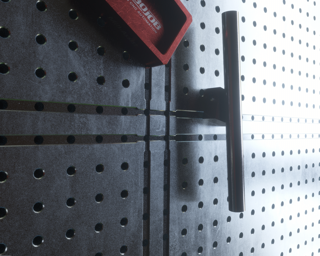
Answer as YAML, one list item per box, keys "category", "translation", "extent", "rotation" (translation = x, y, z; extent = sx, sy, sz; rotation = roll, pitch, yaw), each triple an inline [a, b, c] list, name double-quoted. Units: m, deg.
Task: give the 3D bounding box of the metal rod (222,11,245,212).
- category: "metal rod"
  translation: [0.112, -0.023, 0.470]
  extent: [0.025, 0.025, 0.298]
  rotation: [-5, 93, -40]

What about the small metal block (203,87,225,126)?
- category: "small metal block"
  translation: [0.098, -0.032, 0.491]
  extent: [0.050, 0.025, 0.050]
  rotation: [18, 79, -39]

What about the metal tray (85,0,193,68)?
- category: "metal tray"
  translation: [-0.023, -0.151, 0.385]
  extent: [0.130, 0.030, 0.090]
  rotation: [43, 64, -32]
